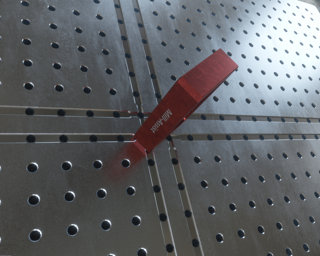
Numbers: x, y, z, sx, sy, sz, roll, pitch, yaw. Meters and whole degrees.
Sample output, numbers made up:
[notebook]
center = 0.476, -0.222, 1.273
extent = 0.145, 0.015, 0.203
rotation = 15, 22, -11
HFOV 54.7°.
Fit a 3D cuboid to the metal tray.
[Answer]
[metal tray]
center = 0.028, -0.030, 0.375
extent = 0.030, 0.129, 0.091
rotation = 47, 51, 4
